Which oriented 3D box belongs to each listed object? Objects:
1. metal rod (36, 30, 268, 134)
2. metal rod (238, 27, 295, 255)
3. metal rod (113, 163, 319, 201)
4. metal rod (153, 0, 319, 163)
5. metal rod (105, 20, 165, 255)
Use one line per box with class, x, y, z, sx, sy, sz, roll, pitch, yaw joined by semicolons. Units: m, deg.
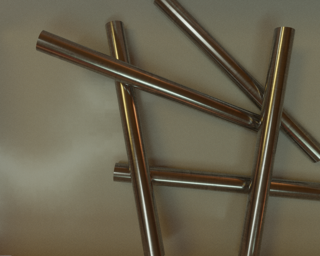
metal rod;0.002;-0.051;0.385;0.302;0.025;0.025;20;90;-11
metal rod;0.132;0.025;0.386;0.025;0.025;0.298;9;90;-1
metal rod;0.091;0.073;0.412;0.302;0.025;0.025;6;90;-1
metal rod;0.107;-0.068;0.412;0.300;0.025;0.025;45;90;-1
metal rod;-0.033;0.009;0.392;0.025;0.025;0.298;-10;83;0
